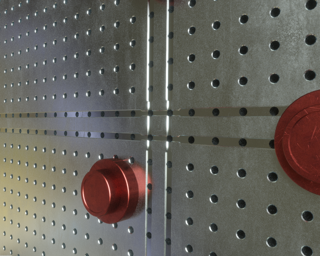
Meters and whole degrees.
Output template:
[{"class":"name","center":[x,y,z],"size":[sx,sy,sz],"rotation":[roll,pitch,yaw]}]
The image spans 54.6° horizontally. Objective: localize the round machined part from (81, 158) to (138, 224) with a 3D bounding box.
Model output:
[{"class":"round machined part","center":[-0.082,0.095,0.467],"size":[0.098,0.042,0.097],"rotation":[0,90,40]}]

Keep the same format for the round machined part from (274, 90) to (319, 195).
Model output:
[{"class":"round machined part","center":[0.150,0.013,0.275],"size":[0.098,0.042,0.097],"rotation":[0,90,40]}]
